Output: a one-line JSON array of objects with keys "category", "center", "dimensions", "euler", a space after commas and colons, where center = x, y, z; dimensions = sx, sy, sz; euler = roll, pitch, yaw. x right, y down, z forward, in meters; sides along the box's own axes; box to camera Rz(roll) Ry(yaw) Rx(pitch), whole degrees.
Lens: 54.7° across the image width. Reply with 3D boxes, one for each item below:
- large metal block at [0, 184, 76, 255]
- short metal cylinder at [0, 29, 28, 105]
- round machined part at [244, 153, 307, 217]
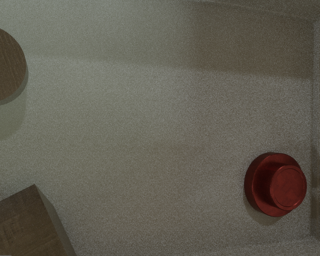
[{"category": "large metal block", "center": [-0.127, 0.116, 0.318], "dimensions": [0.050, 0.080, 0.080], "euler": [-27, 65, -18]}, {"category": "short metal cylinder", "center": [-0.185, -0.064, 0.329], "dimensions": [0.081, 0.050, 0.079], "euler": [0, 90, -21]}, {"category": "round machined part", "center": [0.182, 0.087, 0.471], "dimensions": [0.099, 0.042, 0.097], "euler": [0, 90, -21]}]
